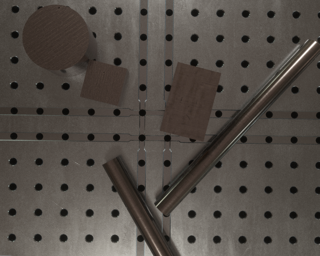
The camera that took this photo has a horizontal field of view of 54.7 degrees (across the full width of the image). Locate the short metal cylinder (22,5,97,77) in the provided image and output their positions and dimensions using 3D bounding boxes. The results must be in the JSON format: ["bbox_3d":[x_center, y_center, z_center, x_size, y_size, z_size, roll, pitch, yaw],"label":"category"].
[{"bbox_3d":[-0.126,-0.110,0.399,0.081,0.050,0.079,0,90,-1],"label":"short metal cylinder"}]

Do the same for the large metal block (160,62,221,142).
[{"bbox_3d":[0.034,-0.030,0.386,0.050,0.080,0.080,15,90,0],"label":"large metal block"}]

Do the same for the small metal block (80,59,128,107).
[{"bbox_3d":[-0.073,-0.059,0.412,0.050,0.025,0.050,14,90,-1],"label":"small metal block"}]

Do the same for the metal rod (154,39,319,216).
[{"bbox_3d":[0.104,-0.001,0.414,0.025,0.025,0.300,43,90,-1],"label":"metal rod"}]

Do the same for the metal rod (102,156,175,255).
[{"bbox_3d":[0.007,0.173,0.413,0.025,0.025,0.299,-29,90,0],"label":"metal rod"}]
